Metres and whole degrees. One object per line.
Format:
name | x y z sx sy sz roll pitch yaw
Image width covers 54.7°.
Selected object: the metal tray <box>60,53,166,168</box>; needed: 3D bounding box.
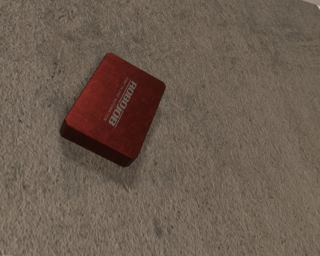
metal tray | -0.053 -0.026 0.389 0.090 0.030 0.130 29 52 -11
